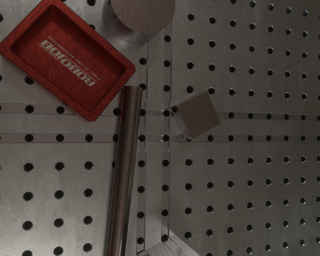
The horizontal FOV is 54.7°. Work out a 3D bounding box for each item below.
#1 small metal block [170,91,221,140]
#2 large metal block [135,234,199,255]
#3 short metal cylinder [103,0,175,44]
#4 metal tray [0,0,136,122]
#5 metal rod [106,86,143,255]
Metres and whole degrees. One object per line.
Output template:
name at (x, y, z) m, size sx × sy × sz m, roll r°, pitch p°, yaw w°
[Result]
small metal block at (0.049, -0.018, 0.432) m, size 0.050 × 0.025 × 0.050 m, roll -27°, pitch 99°, yaw -18°
large metal block at (0.008, 0.187, 0.388) m, size 0.081 × 0.080 × 0.050 m, roll -22°, pitch 98°, yaw -19°
short metal cylinder at (-0.027, -0.152, 0.390) m, size 0.081 × 0.050 × 0.079 m, roll 0°, pitch 90°, yaw -20°
metal tray at (-0.106, -0.079, 0.370) m, size 0.130 × 0.030 × 0.090 m, roll 40°, pitch 77°, yaw -16°
metal rod at (-0.050, 0.096, 0.395) m, size 0.025 × 0.025 × 0.298 m, roll 7°, pitch 88°, yaw -20°
